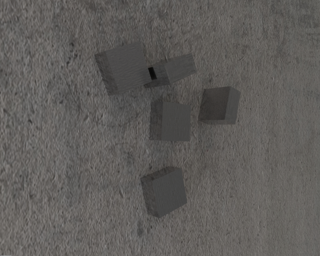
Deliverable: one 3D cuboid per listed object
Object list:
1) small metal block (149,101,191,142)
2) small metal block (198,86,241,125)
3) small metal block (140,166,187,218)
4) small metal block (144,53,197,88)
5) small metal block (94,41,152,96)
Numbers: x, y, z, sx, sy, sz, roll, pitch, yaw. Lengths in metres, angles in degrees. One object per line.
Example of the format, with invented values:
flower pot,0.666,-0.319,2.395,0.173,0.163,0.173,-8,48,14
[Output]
small metal block,0.014,-0.008,0.416,0.050,0.025,0.050,4,88,-40
small metal block,0.088,-0.032,0.462,0.025,0.050,0.050,19,78,-39
small metal block,0.006,0.083,0.409,0.050,0.025,0.050,-18,101,-39
small metal block,0.010,-0.073,0.396,0.050,0.050,0.025,-30,109,-36
small metal block,-0.043,-0.071,0.368,0.050,0.025,0.050,-28,108,-36
